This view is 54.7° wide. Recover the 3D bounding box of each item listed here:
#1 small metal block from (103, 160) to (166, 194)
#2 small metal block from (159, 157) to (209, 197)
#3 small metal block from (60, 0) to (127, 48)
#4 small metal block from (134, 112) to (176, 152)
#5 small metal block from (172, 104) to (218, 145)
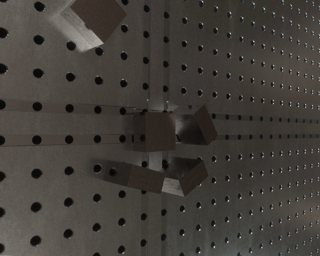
[{"bbox_3d":[-0.031,0.058,0.369,0.050,0.050,0.025,22,76,-38],"label":"small metal block"},{"bbox_3d":[0.028,0.064,0.419,0.050,0.050,0.025,-32,110,-36],"label":"small metal block"},{"bbox_3d":[-0.073,-0.128,0.349,0.050,0.025,0.050,45,63,-31],"label":"small metal block"},{"bbox_3d":[-0.006,0.005,0.406,0.050,0.025,0.050,-1,91,-40],"label":"small metal block"},{"bbox_3d":[0.046,-0.004,0.434,0.025,0.050,0.050,-41,115,-33],"label":"small metal block"}]
